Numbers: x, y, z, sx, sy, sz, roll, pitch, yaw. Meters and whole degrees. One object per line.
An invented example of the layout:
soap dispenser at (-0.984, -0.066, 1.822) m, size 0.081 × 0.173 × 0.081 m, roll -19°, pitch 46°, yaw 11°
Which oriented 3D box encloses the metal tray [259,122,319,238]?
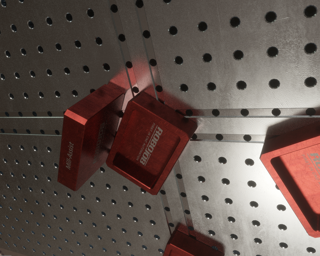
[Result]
metal tray at (0.185, 0.060, 0.347) m, size 0.090 × 0.030 × 0.130 m, roll -26°, pitch 105°, yaw 37°

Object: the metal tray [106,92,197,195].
metal tray at (-0.017, 0.026, 0.430) m, size 0.090 × 0.030 × 0.129 m, roll 31°, pitch 128°, yaw 7°

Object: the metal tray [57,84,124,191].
metal tray at (-0.095, 0.014, 0.426) m, size 0.030 × 0.090 × 0.129 m, roll 27°, pitch 128°, yaw 11°

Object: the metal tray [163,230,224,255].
metal tray at (0.047, 0.243, 0.532) m, size 0.090 × 0.030 × 0.129 m, roll 23°, pitch 127°, yaw 14°
